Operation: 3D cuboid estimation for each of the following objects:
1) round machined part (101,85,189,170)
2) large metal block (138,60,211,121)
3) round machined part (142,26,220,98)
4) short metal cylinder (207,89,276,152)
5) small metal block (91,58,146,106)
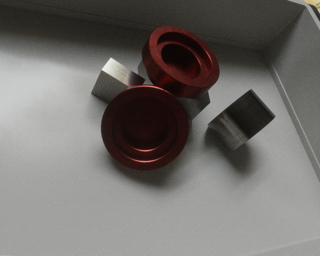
[{"bbox_3d":[-0.017,-0.003,0.366,0.098,0.098,0.042,30,8,-9],"label":"round machined part"},{"bbox_3d":[0.017,-0.062,0.439,0.081,0.050,0.080,8,58,-25],"label":"large metal block"},{"bbox_3d":[0.022,-0.077,0.390,0.099,0.042,0.098,15,53,-21],"label":"round machined part"},{"bbox_3d":[0.115,-0.010,0.441,0.081,0.080,0.050,-33,81,-38],"label":"short metal cylinder"},{"bbox_3d":[-0.054,-0.053,0.394,0.050,0.050,0.025,31,52,-9],"label":"small metal block"}]
